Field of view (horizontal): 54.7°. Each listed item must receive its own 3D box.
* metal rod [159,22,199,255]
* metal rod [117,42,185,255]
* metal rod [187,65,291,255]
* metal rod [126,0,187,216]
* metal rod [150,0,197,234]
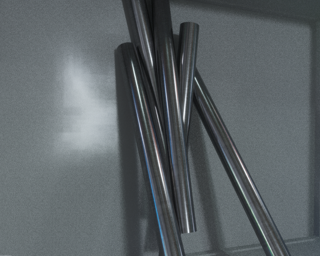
[{"bbox_3d":[0.024,0.016,0.392,0.025,0.025,0.298,7,86,-20],"label":"metal rod"},{"bbox_3d":[-0.010,0.035,0.348,0.025,0.025,0.299,-6,70,-20],"label":"metal rod"},{"bbox_3d":[0.094,0.051,0.382,0.025,0.025,0.299,-17,72,-19],"label":"metal rod"},{"bbox_3d":[-0.001,-0.030,0.409,0.025,0.025,0.298,-14,95,-19],"label":"metal rod"},{"bbox_3d":[0.013,-0.031,0.373,0.025,0.025,0.299,-1,75,-20],"label":"metal rod"}]
